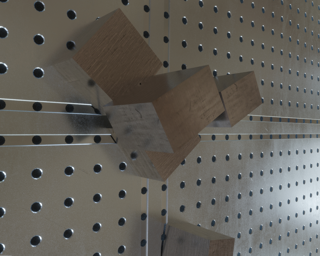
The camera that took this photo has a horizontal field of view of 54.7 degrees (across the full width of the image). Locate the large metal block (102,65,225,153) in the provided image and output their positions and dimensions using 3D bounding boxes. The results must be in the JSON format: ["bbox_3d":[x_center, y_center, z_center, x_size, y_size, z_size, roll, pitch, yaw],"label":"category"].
[{"bbox_3d":[0.004,-0.020,0.313,0.080,0.080,0.050,-37,113,-34],"label":"large metal block"}]

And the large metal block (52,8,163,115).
[{"bbox_3d":[-0.056,-0.071,0.347,0.080,0.050,0.080,48,61,-30],"label":"large metal block"}]

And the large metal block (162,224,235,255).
[{"bbox_3d":[0.048,0.179,0.416,0.050,0.080,0.080,14,81,-40],"label":"large metal block"}]

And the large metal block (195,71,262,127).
[{"bbox_3d":[0.086,-0.041,0.448,0.081,0.080,0.050,-33,111,-36],"label":"large metal block"}]

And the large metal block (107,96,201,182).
[{"bbox_3d":[-0.005,0.008,0.391,0.080,0.050,0.080,-45,117,-31],"label":"large metal block"}]
